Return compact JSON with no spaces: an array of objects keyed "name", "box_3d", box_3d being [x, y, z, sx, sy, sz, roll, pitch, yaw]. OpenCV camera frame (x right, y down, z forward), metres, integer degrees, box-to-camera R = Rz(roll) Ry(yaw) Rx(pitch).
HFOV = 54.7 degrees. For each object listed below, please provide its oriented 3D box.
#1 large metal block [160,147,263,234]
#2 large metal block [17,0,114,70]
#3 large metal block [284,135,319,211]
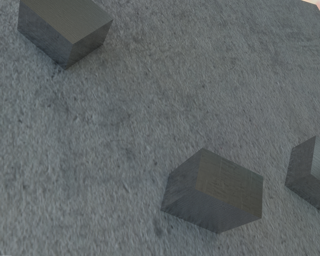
[{"name":"large metal block","box_3d":[0.058,0.076,0.356,0.080,0.080,0.050,26,53,-13]},{"name":"large metal block","box_3d":[-0.123,-0.136,0.405,0.080,0.050,0.080,40,51,-1]},{"name":"large metal block","box_3d":[0.249,0.072,0.481,0.080,0.050,0.080,36,51,-5]}]
